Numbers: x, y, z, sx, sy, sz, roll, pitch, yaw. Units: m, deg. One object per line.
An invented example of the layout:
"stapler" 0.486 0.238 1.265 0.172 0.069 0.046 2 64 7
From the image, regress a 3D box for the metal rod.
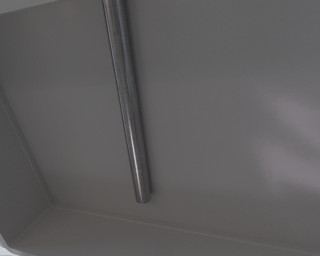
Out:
"metal rod" -0.040 -0.018 0.419 0.025 0.025 0.298 8 122 24
